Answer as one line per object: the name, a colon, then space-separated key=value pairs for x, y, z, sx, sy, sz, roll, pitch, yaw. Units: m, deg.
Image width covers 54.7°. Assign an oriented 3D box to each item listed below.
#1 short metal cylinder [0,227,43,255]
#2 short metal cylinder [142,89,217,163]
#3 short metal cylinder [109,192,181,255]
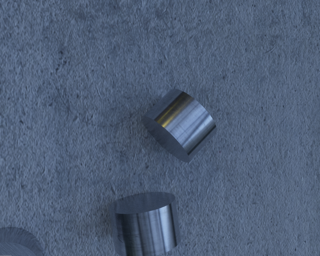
short metal cylinder: x=-0.169 y=0.154 z=0.334 sx=0.081 sy=0.050 sz=0.080 roll=0 pitch=90 yaw=-20
short metal cylinder: x=0.024 y=-0.003 z=0.388 sx=0.050 sy=0.080 sz=0.080 roll=-45 pitch=104 yaw=-14
short metal cylinder: x=-0.018 y=0.113 z=0.373 sx=0.081 sy=0.080 sz=0.050 roll=-9 pitch=94 yaw=-20
